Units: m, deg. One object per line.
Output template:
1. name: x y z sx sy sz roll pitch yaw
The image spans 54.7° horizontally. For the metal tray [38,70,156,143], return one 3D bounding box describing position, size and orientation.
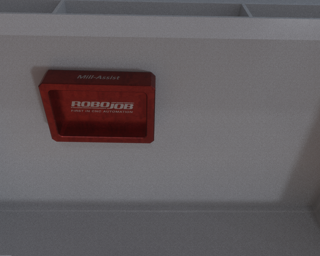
1. metal tray: -0.072 -0.024 0.383 0.131 0.030 0.089 1 130 -2
